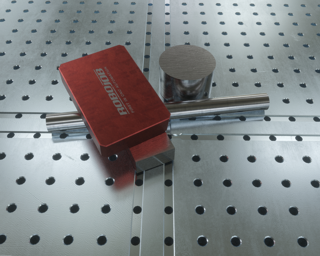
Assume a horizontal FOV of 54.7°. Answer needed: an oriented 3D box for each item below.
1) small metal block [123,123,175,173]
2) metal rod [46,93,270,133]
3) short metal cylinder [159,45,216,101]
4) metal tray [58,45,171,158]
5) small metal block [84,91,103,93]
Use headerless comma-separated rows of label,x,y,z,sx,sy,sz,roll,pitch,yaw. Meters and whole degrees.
small metal block,-0.015,0.022,0.387,0.050,0.025,0.050,-18,53,-15
metal rod,0.001,-0.022,0.426,0.302,0.025,0.025,-6,50,-6
short metal cylinder,0.039,-0.078,0.457,0.081,0.050,0.080,0,50,0
metal tray,-0.058,-0.038,0.385,0.091,0.030,0.130,-25,66,-19
small metal block,-0.096,-0.070,0.448,0.050,0.050,0.025,-25,55,-20
